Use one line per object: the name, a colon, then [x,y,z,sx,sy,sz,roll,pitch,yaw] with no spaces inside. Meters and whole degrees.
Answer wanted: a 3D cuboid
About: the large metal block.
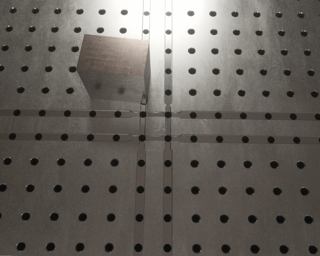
large metal block: [-0.056,-0.075,0.409,0.080,0.080,0.050,6,70,2]
